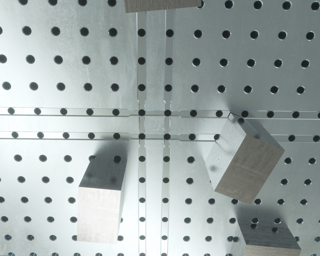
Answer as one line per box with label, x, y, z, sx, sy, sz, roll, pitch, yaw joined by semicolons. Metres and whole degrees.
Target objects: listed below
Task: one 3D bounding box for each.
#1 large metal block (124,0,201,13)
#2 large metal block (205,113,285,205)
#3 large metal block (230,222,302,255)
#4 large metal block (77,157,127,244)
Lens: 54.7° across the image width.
large metal block;0.000;-0.171;0.337;0.080;0.050;0.079;-5;110;1
large metal block;0.104;0.037;0.399;0.050;0.080;0.079;22;108;-8
large metal block;0.156;0.197;0.475;0.081;0.050;0.079;6;110;-3
large metal block;-0.076;0.095;0.418;0.050;0.080;0.079;6;110;-3
